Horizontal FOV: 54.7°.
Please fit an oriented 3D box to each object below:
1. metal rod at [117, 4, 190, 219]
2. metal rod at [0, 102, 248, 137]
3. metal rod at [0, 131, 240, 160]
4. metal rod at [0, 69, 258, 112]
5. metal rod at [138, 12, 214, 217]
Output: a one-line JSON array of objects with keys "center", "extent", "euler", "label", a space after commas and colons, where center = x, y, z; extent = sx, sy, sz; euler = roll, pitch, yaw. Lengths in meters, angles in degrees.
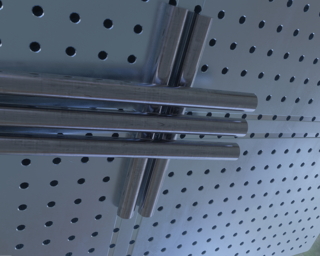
[{"center": [-0.016, -0.003, 0.402], "extent": [0.025, 0.025, 0.298], "euler": [1, 118, -29], "label": "metal rod"}, {"center": [-0.029, -0.007, 0.365], "extent": [0.303, 0.025, 0.025], "euler": [3, 117, -21], "label": "metal rod"}, {"center": [-0.036, 0.024, 0.381], "extent": [0.303, 0.025, 0.025], "euler": [4, 117, -21], "label": "metal rod"}, {"center": [-0.022, -0.039, 0.350], "extent": [0.303, 0.025, 0.025], "euler": [2, 118, -21], "label": "metal rod"}, {"center": [0.014, 0.000, 0.421], "extent": [0.025, 0.025, 0.298], "euler": [1, 118, -29], "label": "metal rod"}]
